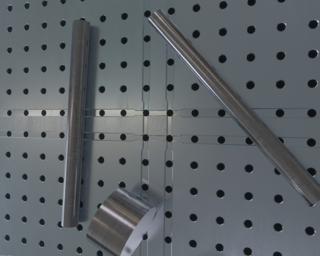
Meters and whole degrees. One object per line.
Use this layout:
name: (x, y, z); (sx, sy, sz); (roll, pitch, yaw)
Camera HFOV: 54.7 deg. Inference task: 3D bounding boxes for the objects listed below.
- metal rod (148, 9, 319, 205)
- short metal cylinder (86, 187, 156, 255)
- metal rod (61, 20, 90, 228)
metal rod: (0.086, -0.034, 0.382); (0.025, 0.025, 0.300); (-42, 77, 15)
short metal cylinder: (-0.048, 0.125, 0.400); (0.050, 0.080, 0.080); (28, 99, 18)
metal rod: (-0.124, -0.005, 0.456); (0.025, 0.025, 0.298); (4, 91, 20)
